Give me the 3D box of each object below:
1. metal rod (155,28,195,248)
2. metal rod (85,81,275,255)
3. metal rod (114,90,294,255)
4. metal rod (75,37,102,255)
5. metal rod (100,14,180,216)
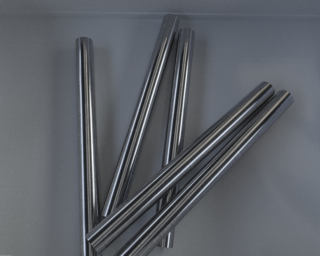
[{"bbox_3d":[0.021,-0.002,0.410,0.025,0.025,0.299,7,70,2],"label":"metal rod"},{"bbox_3d":[0.040,0.033,0.374,0.301,0.025,0.025,-39,75,-22],"label":"metal rod"},{"bbox_3d":[0.066,0.050,0.373,0.301,0.025,0.025,-41,75,-21],"label":"metal rod"},{"bbox_3d":[-0.095,0.013,0.403,0.025,0.025,0.299,-6,70,-2],"label":"metal rod"},{"bbox_3d":[-0.021,-0.028,0.419,0.025,0.025,0.299,14,70,5],"label":"metal rod"}]
